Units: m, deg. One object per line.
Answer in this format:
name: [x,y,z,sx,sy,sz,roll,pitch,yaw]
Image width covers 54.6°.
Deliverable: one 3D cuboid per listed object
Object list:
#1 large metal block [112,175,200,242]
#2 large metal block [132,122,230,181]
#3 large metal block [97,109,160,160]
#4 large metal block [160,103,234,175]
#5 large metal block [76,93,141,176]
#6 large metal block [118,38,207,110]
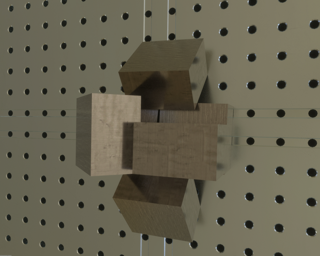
large metal block: [0.000,0.091,0.378,0.080,0.050,0.080,2,136,20]
large metal block: [0.026,0.020,0.321,0.080,0.080,0.050,2,91,20]
large metal block: [-0.035,0.006,0.412,0.080,0.050,0.080,7,93,20]
large metal block: [0.045,0.011,0.383,0.080,0.050,0.080,3,91,20]
large metal block: [-0.060,0.006,0.343,0.050,0.080,0.080,1,91,-25]
large metal block: [0.008,-0.066,0.373,0.080,0.080,0.050,2,129,20]
